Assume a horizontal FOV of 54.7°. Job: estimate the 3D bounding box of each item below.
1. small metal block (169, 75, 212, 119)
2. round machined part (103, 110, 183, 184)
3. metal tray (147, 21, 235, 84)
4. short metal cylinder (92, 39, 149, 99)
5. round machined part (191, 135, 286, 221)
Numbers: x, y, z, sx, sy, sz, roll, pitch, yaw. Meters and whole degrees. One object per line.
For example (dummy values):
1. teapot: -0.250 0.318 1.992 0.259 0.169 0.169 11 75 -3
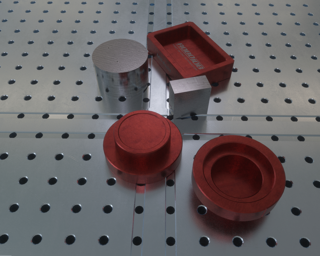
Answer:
1. small metal block: 0.040 -0.042 0.427 0.050 0.050 0.025 -11 51 -9
2. round machined part: -0.021 0.016 0.383 0.099 0.042 0.098 0 50 0
3. metal tray: 0.046 -0.119 0.504 0.091 0.030 0.130 -22 53 -18
4. short metal cylinder: -0.058 -0.090 0.467 0.081 0.050 0.080 0 50 0
5. round machined part: 0.085 0.059 0.348 0.099 0.042 0.098 0 50 0
